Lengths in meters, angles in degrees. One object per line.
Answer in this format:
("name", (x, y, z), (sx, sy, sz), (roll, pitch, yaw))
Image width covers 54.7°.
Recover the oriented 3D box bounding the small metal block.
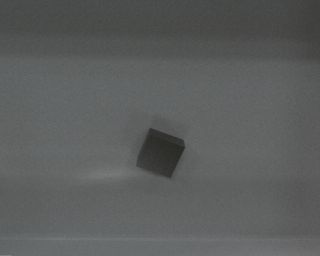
("small metal block", (0.000, 0.034, 0.424), (0.050, 0.025, 0.050), (20, 109, -8))
